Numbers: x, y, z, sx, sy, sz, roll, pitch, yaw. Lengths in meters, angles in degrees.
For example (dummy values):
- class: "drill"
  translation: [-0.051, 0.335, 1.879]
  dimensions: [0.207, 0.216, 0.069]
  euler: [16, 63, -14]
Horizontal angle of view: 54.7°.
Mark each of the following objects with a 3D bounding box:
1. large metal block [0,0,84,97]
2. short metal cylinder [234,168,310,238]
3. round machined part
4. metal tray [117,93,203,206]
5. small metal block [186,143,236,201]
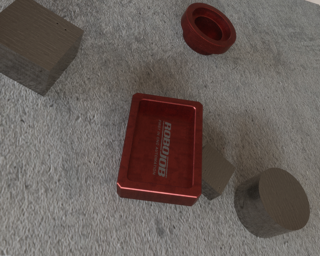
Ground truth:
- class: "large metal block"
  translation: [-0.150, -0.098, 0.367]
  dimensions: [0.080, 0.050, 0.080]
  euler: [30, 52, -9]
- class: "short metal cylinder"
  translation: [0.146, 0.098, 0.406]
  dimensions: [0.081, 0.050, 0.080]
  euler: [14, 56, -21]
- class: "round machined part"
  translation: [0.079, -0.165, 0.536]
  dimensions: [0.099, 0.042, 0.098]
  euler: [14, 56, -21]
- class: "metal tray"
  translation: [0.003, 0.022, 0.372]
  dimensions: [0.091, 0.030, 0.130]
  euler: [8, 56, -3]
- class: "small metal block"
  translation: [0.064, 0.057, 0.403]
  dimensions: [0.050, 0.025, 0.050]
  euler: [42, 51, 0]
